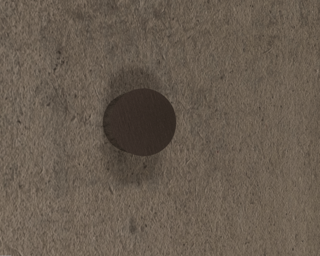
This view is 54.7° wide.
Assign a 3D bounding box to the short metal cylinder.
[{"bbox_3d":[-0.027,-0.007,0.387,0.081,0.050,0.079,0,90,-21],"label":"short metal cylinder"}]
